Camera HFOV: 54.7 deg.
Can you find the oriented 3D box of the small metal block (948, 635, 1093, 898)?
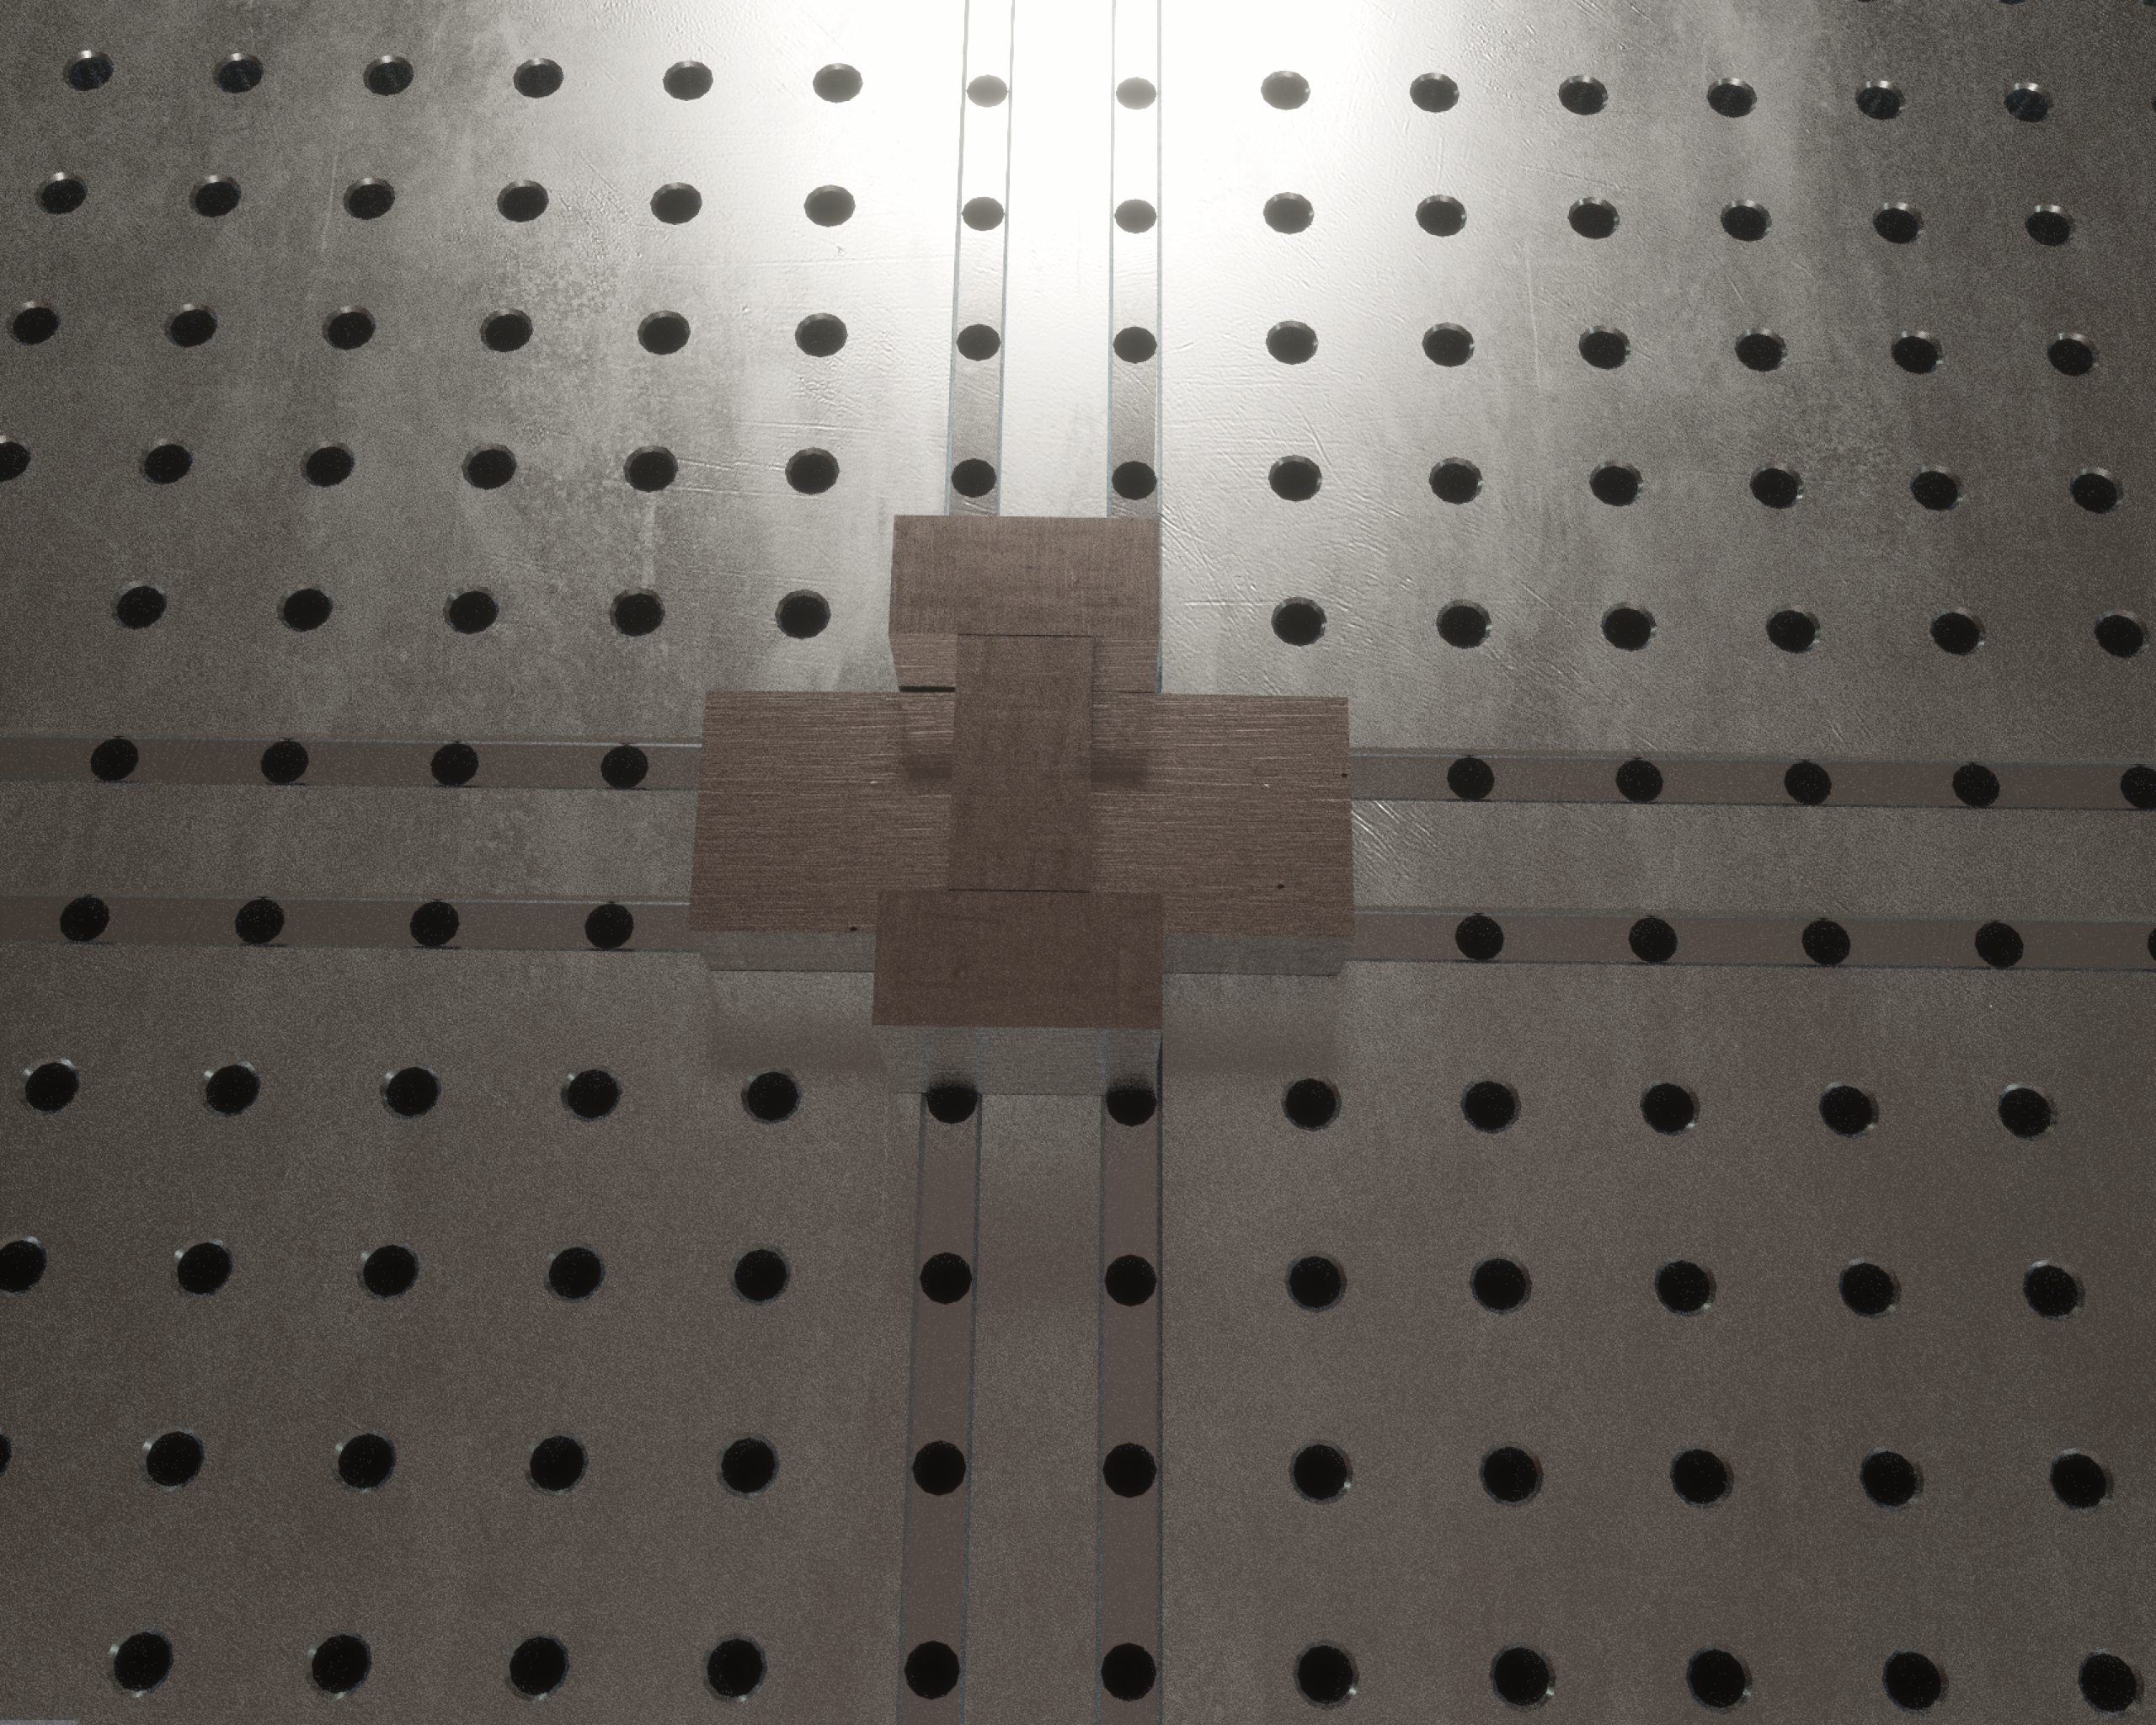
[{"bbox_3d":[-0.010,-0.010,0.401,0.025,0.050,0.050,1,70,0],"label":"small metal block"}]

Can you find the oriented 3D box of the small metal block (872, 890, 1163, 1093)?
[{"bbox_3d":[-0.010,0.025,0.389,0.050,0.050,0.025,1,70,0],"label":"small metal block"}]

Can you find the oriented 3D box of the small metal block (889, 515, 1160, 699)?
[{"bbox_3d":[-0.010,-0.046,0.415,0.050,0.050,0.025,1,70,0],"label":"small metal block"}]

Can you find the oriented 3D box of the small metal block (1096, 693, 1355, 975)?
[{"bbox_3d":[0.028,-0.005,0.414,0.050,0.025,0.050,1,70,0],"label":"small metal block"}]

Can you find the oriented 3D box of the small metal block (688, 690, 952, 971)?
[{"bbox_3d":[-0.048,-0.006,0.413,0.050,0.025,0.050,1,70,0],"label":"small metal block"}]
